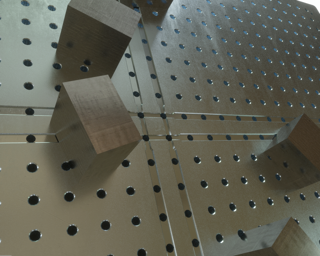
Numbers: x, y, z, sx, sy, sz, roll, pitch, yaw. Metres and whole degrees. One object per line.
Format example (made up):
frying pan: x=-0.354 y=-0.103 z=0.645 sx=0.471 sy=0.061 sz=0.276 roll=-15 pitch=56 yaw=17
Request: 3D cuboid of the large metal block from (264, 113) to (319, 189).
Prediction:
large metal block: x=0.228 y=0.036 z=0.496 sx=0.080 sy=0.050 sz=0.080 roll=47 pitch=51 yaw=4

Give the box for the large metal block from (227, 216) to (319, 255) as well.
large metal block: x=0.137 y=0.158 z=0.352 sx=0.050 sy=0.080 sz=0.080 roll=-33 pitch=81 yaw=-38

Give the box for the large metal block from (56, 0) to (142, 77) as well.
large metal block: x=-0.081 y=-0.125 z=0.406 sx=0.080 sy=0.080 sz=0.050 roll=24 pitch=53 yaw=-14

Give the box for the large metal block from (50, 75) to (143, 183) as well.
large metal block: x=-0.073 y=0.002 z=0.333 sx=0.050 sy=0.080 sz=0.080 roll=-18 pitch=72 yaw=-35

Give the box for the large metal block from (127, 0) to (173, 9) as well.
large metal block: x=-0.022 y=-0.259 z=0.540 sx=0.081 sy=0.050 sz=0.080 roll=-11 pitch=68 yaw=-33
